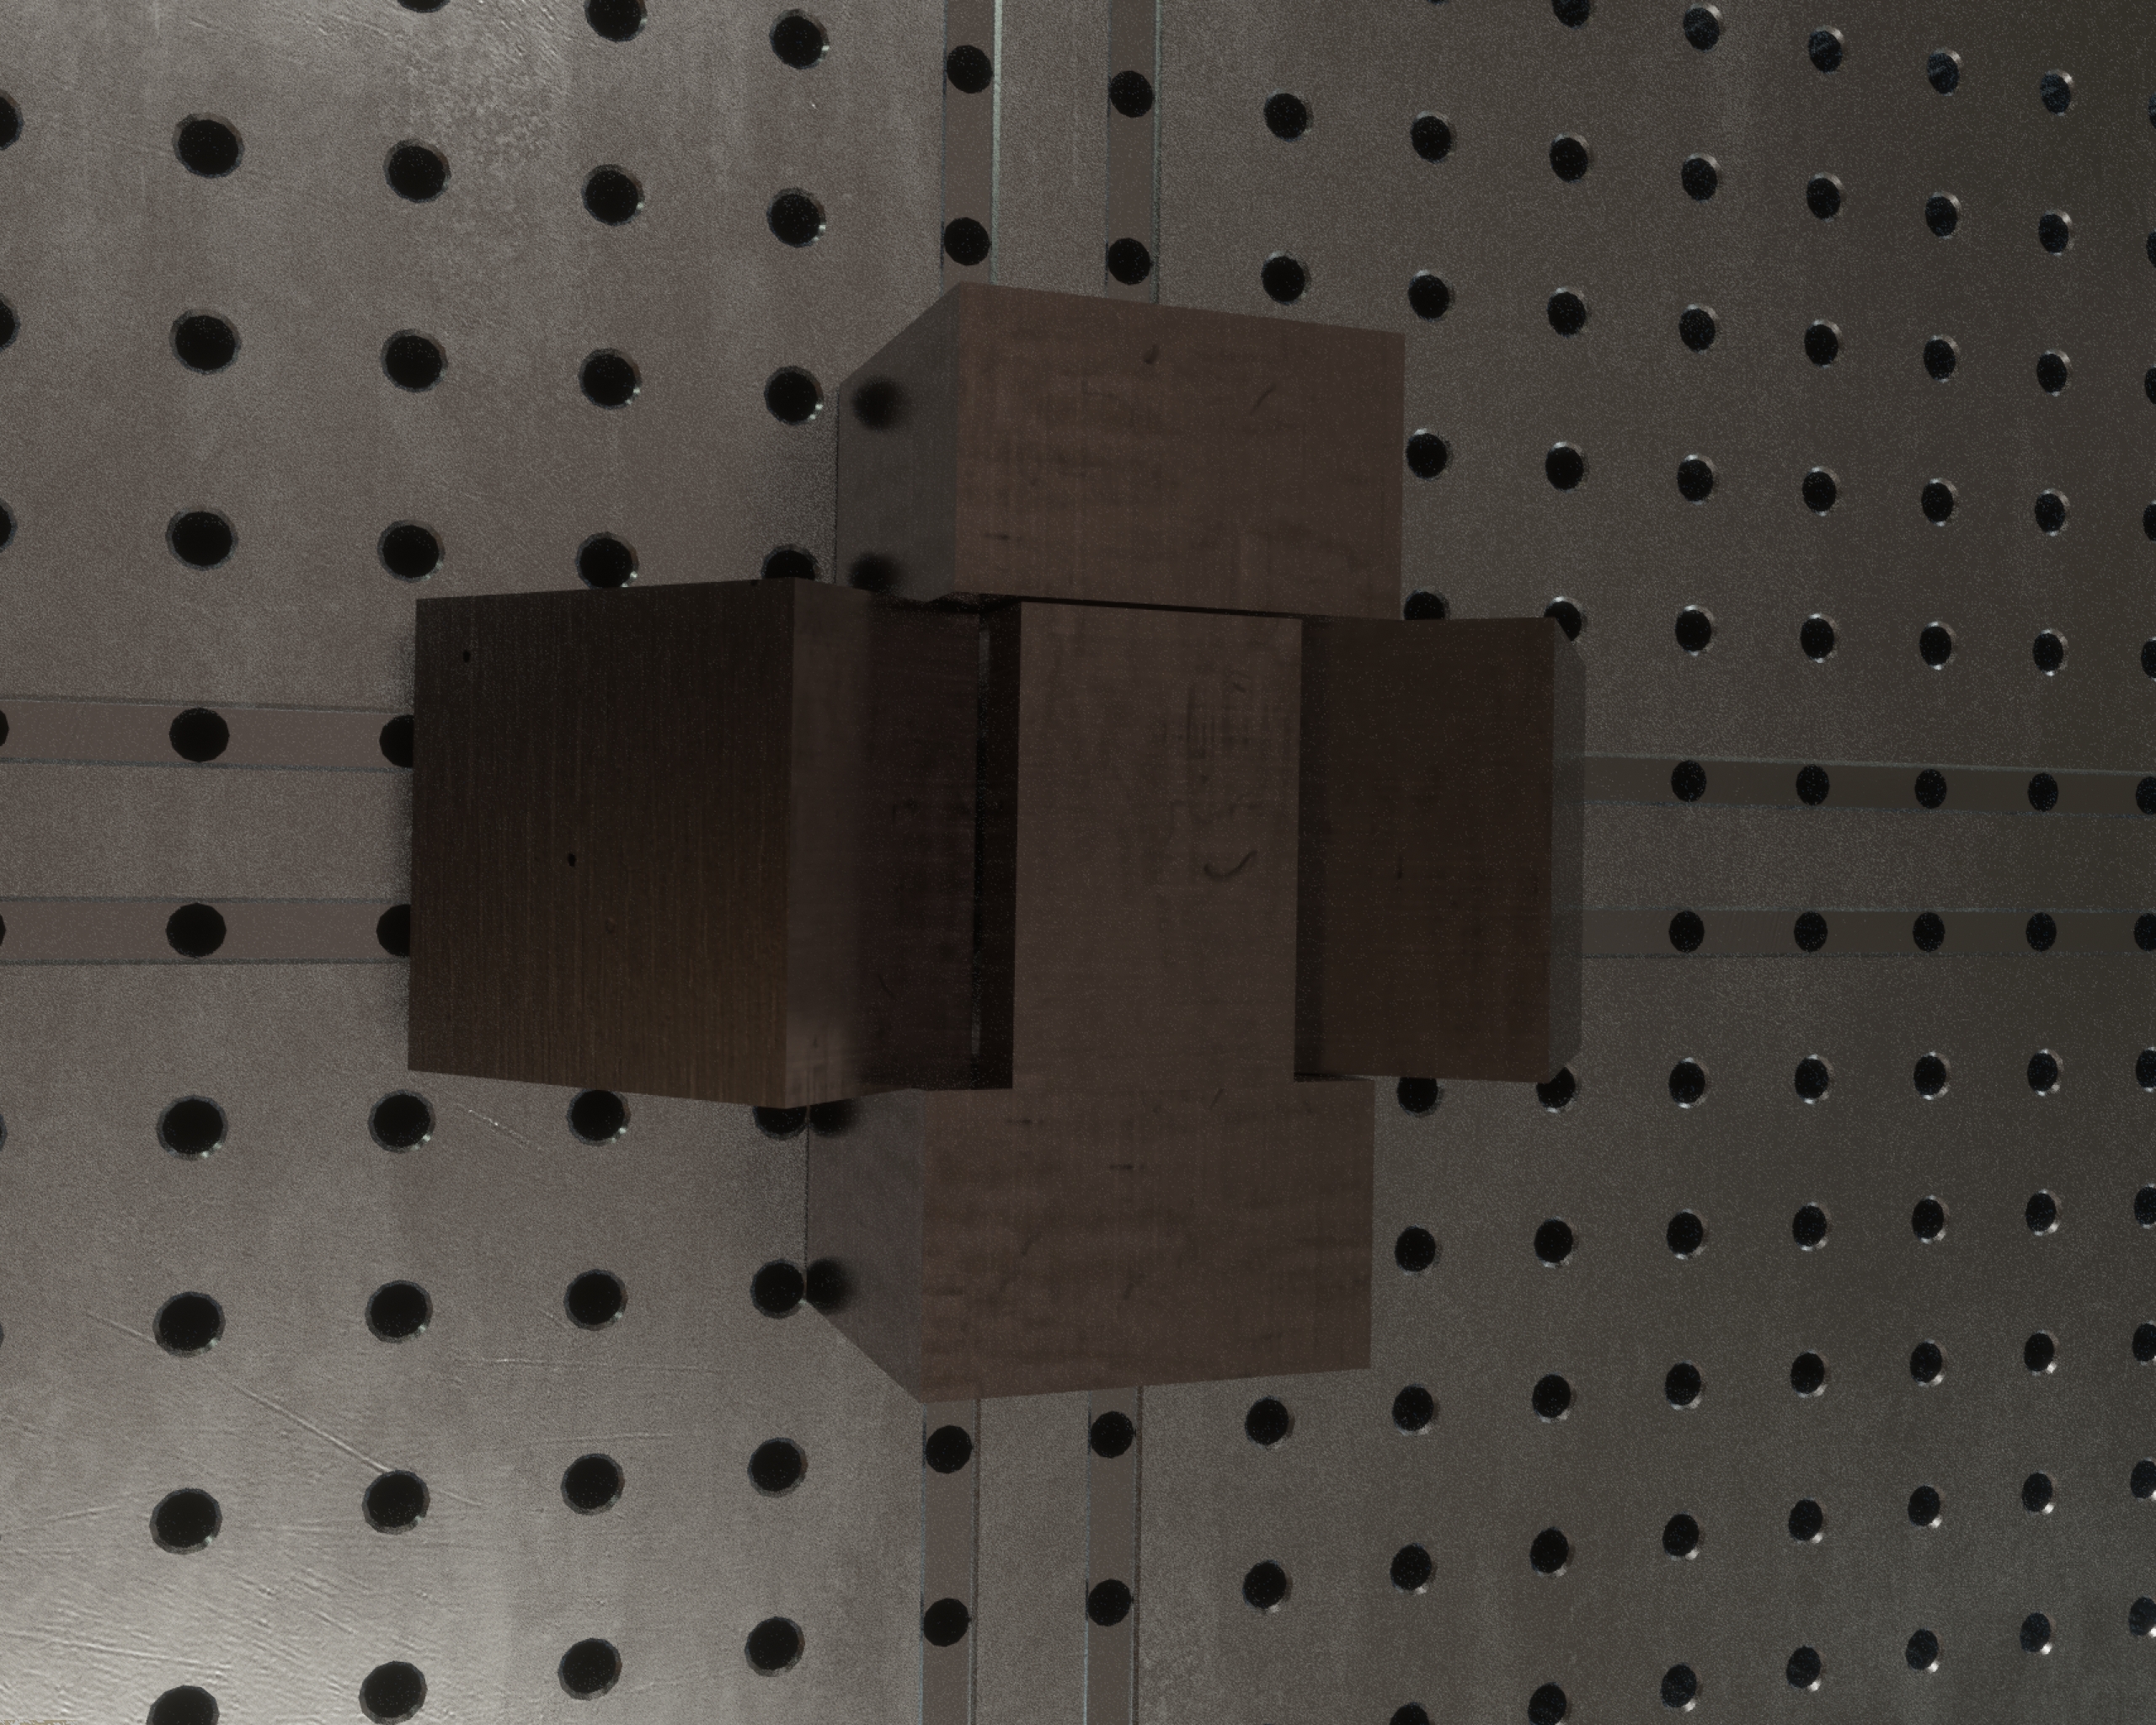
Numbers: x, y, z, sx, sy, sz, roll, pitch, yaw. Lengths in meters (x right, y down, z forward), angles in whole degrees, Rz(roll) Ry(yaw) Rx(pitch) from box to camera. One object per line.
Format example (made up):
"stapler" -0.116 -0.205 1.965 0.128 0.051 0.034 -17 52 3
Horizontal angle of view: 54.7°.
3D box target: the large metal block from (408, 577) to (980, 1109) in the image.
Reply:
"large metal block" -0.065 -0.004 0.353 0.050 0.080 0.079 0 91 -60

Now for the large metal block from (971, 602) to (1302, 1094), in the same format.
"large metal block" 0.000 -0.002 0.383 0.050 0.080 0.079 1 90 -20

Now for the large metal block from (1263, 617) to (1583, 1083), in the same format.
"large metal block" 0.069 -0.002 0.401 0.050 0.080 0.079 1 89 17

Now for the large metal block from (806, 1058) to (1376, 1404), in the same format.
"large metal block" -0.001 0.061 0.383 0.081 0.080 0.050 1 90 -20

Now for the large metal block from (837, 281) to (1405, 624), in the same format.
"large metal block" 0.005 -0.068 0.385 0.081 0.080 0.050 1 90 -20
